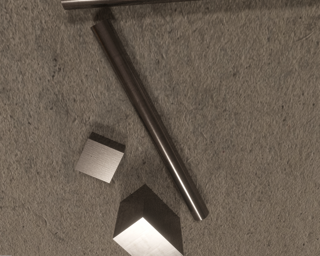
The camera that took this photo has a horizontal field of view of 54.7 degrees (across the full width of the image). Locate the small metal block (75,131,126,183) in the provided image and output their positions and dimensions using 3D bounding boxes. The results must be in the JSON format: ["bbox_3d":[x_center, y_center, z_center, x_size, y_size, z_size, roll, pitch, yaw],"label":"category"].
[{"bbox_3d":[-0.081,0.040,0.424,0.050,0.025,0.050,24,108,-9],"label":"small metal block"}]

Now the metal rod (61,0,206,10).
[{"bbox_3d":[0.041,-0.158,0.352,0.302,0.025,0.025,-4,110,1],"label":"metal rod"}]

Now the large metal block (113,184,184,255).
[{"bbox_3d":[-0.014,0.139,0.431,0.050,0.080,0.080,-39,106,13],"label":"large metal block"}]

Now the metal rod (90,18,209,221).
[{"bbox_3d":[-0.005,0.002,0.410,0.025,0.025,0.299,-25,109,8],"label":"metal rod"}]
